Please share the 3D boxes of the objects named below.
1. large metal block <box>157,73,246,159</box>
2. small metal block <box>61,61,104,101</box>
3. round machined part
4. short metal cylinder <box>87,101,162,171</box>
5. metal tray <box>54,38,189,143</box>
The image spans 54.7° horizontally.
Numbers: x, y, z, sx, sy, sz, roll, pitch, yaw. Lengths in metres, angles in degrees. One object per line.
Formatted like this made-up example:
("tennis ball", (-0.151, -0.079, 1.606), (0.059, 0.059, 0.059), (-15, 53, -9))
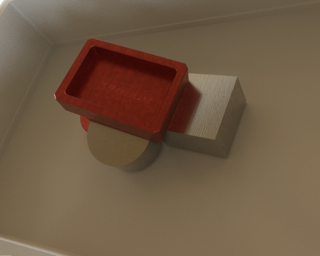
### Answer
("large metal block", (0.048, -0.017, 0.370), (0.080, 0.050, 0.080), (10, 67, 32))
("small metal block", (-0.096, -0.055, 0.416), (0.025, 0.050, 0.050), (13, 68, 33))
("round machined part", (-0.076, -0.034, 0.452), (0.098, 0.042, 0.098), (-13, 56, 20))
("short metal cylinder", (-0.043, 0.012, 0.386), (0.080, 0.050, 0.080), (-4, 74, 15))
("metal tray", (-0.043, -0.047, 0.360), (0.130, 0.030, 0.090), (19, 70, 14))
